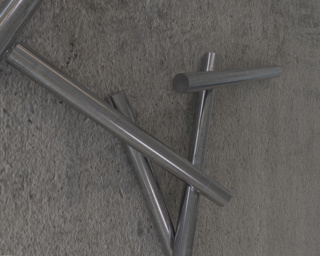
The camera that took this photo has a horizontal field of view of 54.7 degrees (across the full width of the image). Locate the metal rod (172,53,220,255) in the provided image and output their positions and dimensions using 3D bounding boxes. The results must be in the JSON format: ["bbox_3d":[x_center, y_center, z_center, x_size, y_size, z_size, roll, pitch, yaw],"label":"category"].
[{"bbox_3d":[0.052,0.033,0.429,0.025,0.025,0.299,23,70,-38],"label":"metal rod"}]

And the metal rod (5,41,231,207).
[{"bbox_3d":[-0.026,0.011,0.350,0.301,0.025,0.025,37,67,-23],"label":"metal rod"}]

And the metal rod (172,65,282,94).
[{"bbox_3d":[0.122,-0.080,0.478,0.302,0.025,0.025,-16,100,-48],"label":"metal rod"}]

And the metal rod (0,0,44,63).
[{"bbox_3d":[-0.114,-0.145,0.298,0.025,0.025,0.300,38,64,-34],"label":"metal rod"}]

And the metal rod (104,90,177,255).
[{"bbox_3d":[-0.005,0.096,0.400,0.025,0.025,0.298,-31,109,-36],"label":"metal rod"}]
